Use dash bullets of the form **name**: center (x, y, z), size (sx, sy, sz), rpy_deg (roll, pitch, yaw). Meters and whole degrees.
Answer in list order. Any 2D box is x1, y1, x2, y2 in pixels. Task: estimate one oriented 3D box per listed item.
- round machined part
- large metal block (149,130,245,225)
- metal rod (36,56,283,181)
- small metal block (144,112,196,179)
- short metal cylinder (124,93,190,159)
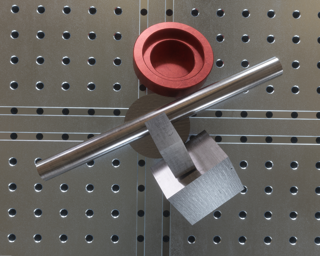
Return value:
- **round machined part**: center (0.015, -0.082, 0.393), size (0.099, 0.042, 0.098), rpy_deg (2, 67, -6)
- **large metal block**: center (0.047, 0.062, 0.379), size (0.080, 0.050, 0.080), rpy_deg (-35, 135, 0)
- **metal rod**: center (0.000, -0.011, 0.363), size (0.301, 0.025, 0.025), rpy_deg (-24, 90, -1)
- **small metal block**: center (0.011, 0.019, 0.340), size (0.025, 0.050, 0.050), rpy_deg (-29, 132, 0)
- **short metal cylinder**: center (-0.004, -0.003, 0.400), size (0.081, 0.050, 0.079), rpy_deg (0, 90, -1)
